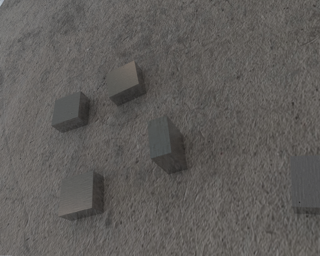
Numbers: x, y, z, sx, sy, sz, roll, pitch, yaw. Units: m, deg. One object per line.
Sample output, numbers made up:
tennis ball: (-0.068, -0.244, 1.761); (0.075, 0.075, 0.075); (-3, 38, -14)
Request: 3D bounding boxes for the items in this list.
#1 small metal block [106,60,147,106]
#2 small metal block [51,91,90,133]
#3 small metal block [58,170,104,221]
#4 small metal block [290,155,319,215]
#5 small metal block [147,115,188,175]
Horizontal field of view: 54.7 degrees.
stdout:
small metal block: (-0.052, -0.068, 0.473); (0.050, 0.025, 0.050); (-23, 53, 14)
small metal block: (-0.142, -0.025, 0.494); (0.050, 0.025, 0.050); (-16, 55, 19)
small metal block: (-0.101, 0.088, 0.403); (0.050, 0.025, 0.050); (-18, 55, 17)
small metal block: (0.152, 0.054, 0.291); (0.050, 0.025, 0.050); (-4, 60, 26)
small metal block: (0.009, 0.021, 0.370); (0.025, 0.050, 0.050); (-18, 55, 18)
